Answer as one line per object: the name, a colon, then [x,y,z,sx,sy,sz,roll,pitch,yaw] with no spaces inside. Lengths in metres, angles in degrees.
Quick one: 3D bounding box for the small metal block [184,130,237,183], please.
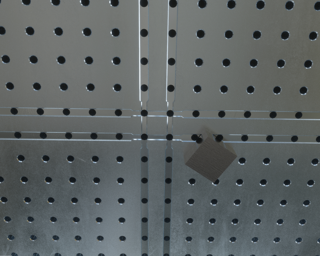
small metal block: [0.069,0.039,0.428,0.050,0.025,0.050,34,107,-12]
